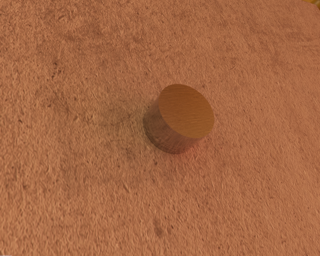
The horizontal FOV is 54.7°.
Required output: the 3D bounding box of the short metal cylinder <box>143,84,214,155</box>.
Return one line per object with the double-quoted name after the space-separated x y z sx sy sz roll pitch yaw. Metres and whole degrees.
0.024 -0.011 0.411 0.081 0.050 0.080 14 56 -21 "short metal cylinder"
